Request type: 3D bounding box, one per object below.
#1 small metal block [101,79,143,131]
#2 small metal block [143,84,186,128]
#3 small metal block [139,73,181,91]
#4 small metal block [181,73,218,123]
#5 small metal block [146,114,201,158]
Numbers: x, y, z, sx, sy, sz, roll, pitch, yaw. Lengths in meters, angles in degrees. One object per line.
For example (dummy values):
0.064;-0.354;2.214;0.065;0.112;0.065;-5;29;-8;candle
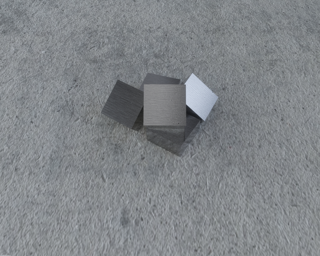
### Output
-0.042;-0.030;0.414;0.050;0.025;0.050;27;91;19;small metal block
0.006;-0.026;0.379;0.050;0.025;0.050;0;83;0;small metal block
-0.002;-0.050;0.447;0.050;0.025;0.050;14;51;11;small metal block
0.045;-0.038;0.423;0.050;0.025;0.050;41;54;-10;small metal block
0.017;0.003;0.403;0.050;0.025;0.050;26;55;20;small metal block
